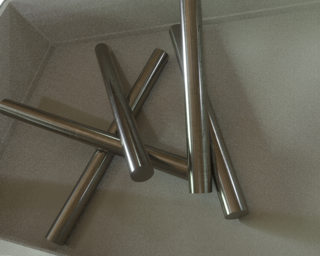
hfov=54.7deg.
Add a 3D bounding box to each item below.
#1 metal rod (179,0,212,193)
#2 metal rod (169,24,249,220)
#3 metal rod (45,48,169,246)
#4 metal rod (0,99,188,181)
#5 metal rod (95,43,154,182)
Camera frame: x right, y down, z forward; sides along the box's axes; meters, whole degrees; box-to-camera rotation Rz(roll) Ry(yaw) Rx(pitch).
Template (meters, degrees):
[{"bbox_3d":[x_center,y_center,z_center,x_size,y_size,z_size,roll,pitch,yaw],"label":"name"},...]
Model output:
[{"bbox_3d":[0.038,-0.079,0.352,0.025,0.025,0.298,-6,81,25],"label":"metal rod"},{"bbox_3d":[0.052,-0.032,0.397,0.025,0.025,0.299,-22,53,14],"label":"metal rod"},{"bbox_3d":[-0.065,0.014,0.429,0.025,0.025,0.300,16,70,34],"label":"metal rod"},{"bbox_3d":[-0.097,0.009,0.410,0.301,0.025,0.025,17,70,21],"label":"metal rod"},{"bbox_3d":[-0.060,-0.045,0.431,0.025,0.025,0.300,-32,42,7],"label":"metal rod"}]
